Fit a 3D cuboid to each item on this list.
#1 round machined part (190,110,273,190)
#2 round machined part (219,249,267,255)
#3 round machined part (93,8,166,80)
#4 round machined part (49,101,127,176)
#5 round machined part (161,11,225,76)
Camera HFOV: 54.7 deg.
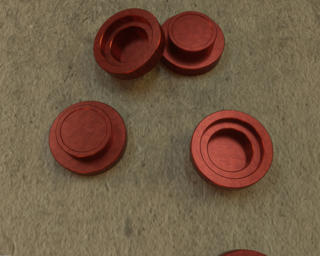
[{"bbox_3d":[0.086,0.030,0.389,0.099,0.042,0.098,0,70,-1],"label":"round machined part"},{"bbox_3d":[0.090,0.183,0.333,0.099,0.042,0.098,0,70,-1],"label":"round machined part"},{"bbox_3d":[-0.038,-0.111,0.429,0.098,0.042,0.098,-5,73,18],"label":"round machined part"},{"bbox_3d":[-0.092,0.009,0.395,0.099,0.042,0.098,0,70,-1],"label":"round machined part"},{"bbox_3d":[0.044,-0.128,0.446,0.099,0.042,0.098,0,70,-1],"label":"round machined part"}]
